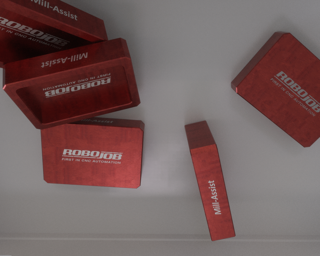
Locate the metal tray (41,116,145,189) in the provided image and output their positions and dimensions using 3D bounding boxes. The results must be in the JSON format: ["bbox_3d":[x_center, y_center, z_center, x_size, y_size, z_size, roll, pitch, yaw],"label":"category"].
[{"bbox_3d":[-0.089,0.032,0.420,0.131,0.030,0.089,4,110,-2],"label":"metal tray"}]

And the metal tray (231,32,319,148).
[{"bbox_3d":[0.169,-0.047,0.393,0.130,0.030,0.090,36,106,-13],"label":"metal tray"}]

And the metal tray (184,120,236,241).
[{"bbox_3d":[0.063,0.066,0.401,0.030,0.090,0.129,-13,110,5],"label":"metal tray"}]

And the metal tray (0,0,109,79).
[{"bbox_3d":[-0.130,-0.093,0.314,0.090,0.131,0.030,-30,66,34],"label":"metal tray"}]

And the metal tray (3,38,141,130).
[{"bbox_3d":[-0.093,-0.047,0.353,0.131,0.030,0.090,-14,150,-4],"label":"metal tray"}]
